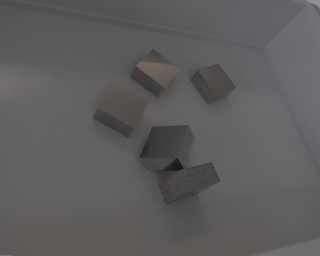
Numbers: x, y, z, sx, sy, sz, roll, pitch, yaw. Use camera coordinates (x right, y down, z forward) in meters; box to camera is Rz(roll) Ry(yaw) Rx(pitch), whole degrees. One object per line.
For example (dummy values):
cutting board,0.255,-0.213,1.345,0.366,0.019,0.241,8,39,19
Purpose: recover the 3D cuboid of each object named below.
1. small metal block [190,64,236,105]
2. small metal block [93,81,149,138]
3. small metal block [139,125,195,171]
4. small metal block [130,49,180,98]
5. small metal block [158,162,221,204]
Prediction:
small metal block,0.085,-0.071,0.494,0.050,0.025,0.050,-24,75,-36
small metal block,-0.049,-0.024,0.394,0.050,0.025,0.050,31,52,-8
small metal block,0.010,0.024,0.377,0.025,0.050,0.050,61,38,-40
small metal block,-0.007,-0.080,0.450,0.050,0.025,0.050,37,51,-3
small metal block,0.034,0.065,0.367,0.050,0.050,0.025,-9,68,-32
